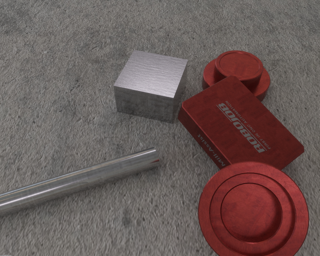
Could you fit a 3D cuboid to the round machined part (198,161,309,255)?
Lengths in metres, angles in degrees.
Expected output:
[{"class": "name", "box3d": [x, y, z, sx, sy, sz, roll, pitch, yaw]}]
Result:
[{"class": "round machined part", "box3d": [0.089, 0.082, 0.305, 0.098, 0.042, 0.097, -1, 83, 12]}]

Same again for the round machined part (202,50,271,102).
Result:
[{"class": "round machined part", "box3d": [0.114, -0.078, 0.459, 0.099, 0.042, 0.098, 0, 50, 0]}]

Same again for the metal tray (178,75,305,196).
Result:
[{"class": "metal tray", "box3d": [0.096, 0.005, 0.377, 0.091, 0.030, 0.130, -30, 70, -23]}]

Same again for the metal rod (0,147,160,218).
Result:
[{"class": "metal rod", "box3d": [-0.146, 0.076, 0.338, 0.302, 0.025, 0.025, -16, 52, -14]}]

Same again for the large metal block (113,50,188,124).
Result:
[{"class": "large metal block", "box3d": [-0.010, -0.060, 0.437, 0.080, 0.050, 0.080, 13, 51, 10]}]
